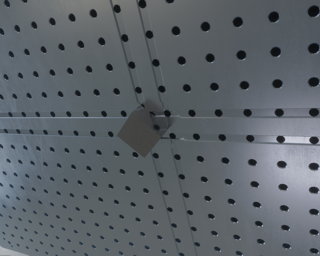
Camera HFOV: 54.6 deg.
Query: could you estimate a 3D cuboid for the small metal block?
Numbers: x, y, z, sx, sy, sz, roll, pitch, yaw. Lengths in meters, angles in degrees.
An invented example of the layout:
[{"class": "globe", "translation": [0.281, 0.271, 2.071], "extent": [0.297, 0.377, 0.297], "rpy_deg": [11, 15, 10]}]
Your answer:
[{"class": "small metal block", "translation": [-0.024, 0.005, 0.428], "extent": [0.050, 0.025, 0.050], "rpy_deg": [39, 129, 2]}]
